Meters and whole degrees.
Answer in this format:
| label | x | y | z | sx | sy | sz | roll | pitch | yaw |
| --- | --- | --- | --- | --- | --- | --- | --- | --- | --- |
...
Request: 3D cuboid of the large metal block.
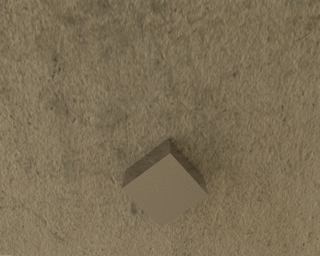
| label | x | y | z | sx | sy | sz | roll | pitch | yaw |
| --- | --- | --- | --- | --- | --- | --- | --- | --- | --- |
| large metal block | 0.007 | 0.075 | 0.424 | 0.080 | 0.050 | 0.080 | -38 | 106 | 12 |
